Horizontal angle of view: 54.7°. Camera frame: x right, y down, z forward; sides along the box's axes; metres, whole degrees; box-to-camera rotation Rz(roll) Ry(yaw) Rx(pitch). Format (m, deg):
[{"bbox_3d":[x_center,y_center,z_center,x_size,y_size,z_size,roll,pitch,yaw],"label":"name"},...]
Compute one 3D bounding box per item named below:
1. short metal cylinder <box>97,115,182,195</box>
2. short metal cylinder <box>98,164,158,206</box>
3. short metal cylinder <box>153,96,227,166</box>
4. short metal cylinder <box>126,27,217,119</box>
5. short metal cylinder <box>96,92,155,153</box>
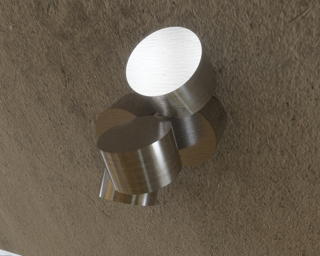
[{"bbox_3d":[-0.021,0.027,0.334,0.080,0.080,0.050,-1,118,28],"label":"short metal cylinder"},{"bbox_3d":[-0.041,0.074,0.430,0.080,0.080,0.050,7,83,24],"label":"short metal cylinder"},{"bbox_3d":[0.035,-0.001,0.371,0.080,0.050,0.079,13,124,20],"label":"short metal cylinder"},{"bbox_3d":[0.013,-0.056,0.321,0.080,0.080,0.050,1,157,27],"label":"short metal cylinder"},{"bbox_3d":[-0.037,-0.001,0.409,0.080,0.050,0.079,13,124,20],"label":"short metal cylinder"}]
